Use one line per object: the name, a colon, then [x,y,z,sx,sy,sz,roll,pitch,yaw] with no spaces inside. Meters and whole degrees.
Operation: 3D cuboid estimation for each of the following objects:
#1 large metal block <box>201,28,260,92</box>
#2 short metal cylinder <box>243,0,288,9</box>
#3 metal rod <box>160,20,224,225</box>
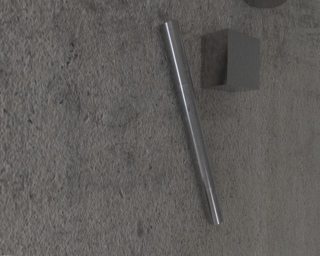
large metal block: [0.110,-0.101,0.480,0.081,0.050,0.080,1,89,-40]
short metal cylinder: [0.179,-0.246,0.518,0.080,0.080,0.050,22,76,-38]
metal rod: [0.049,0.001,0.445,0.025,0.025,0.298,-24,105,-37]
